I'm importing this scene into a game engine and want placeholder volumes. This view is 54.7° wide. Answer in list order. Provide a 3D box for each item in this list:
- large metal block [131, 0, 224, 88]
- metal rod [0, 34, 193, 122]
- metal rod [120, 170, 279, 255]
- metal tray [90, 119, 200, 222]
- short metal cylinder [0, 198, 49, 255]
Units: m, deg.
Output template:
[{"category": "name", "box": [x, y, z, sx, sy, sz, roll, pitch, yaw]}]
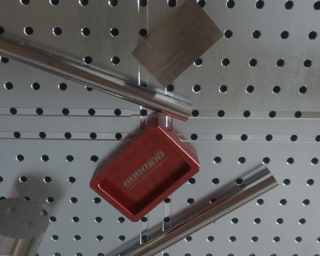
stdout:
[{"category": "large metal block", "box": [0.017, -0.098, 0.348, 0.080, 0.080, 0.050, -41, 105, 13]}, {"category": "metal rod", "box": [-0.103, -0.069, 0.386, 0.302, 0.025, 0.025, 19, 109, -7]}, {"category": "metal rod", "box": [0.039, 0.151, 0.469, 0.300, 0.025, 0.025, -33, 107, 11]}, {"category": "metal tray", "box": [-0.021, 0.061, 0.432, 0.130, 0.030, 0.090, -42, 105, 14]}, {"category": "short metal cylinder", "box": [-0.204, 0.144, 0.435, 0.080, 0.080, 0.050, 24, 108, -9]}]
